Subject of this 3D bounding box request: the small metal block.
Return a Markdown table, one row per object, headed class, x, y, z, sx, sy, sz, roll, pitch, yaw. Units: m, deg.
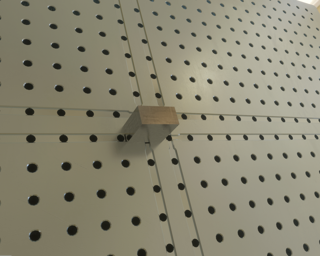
| class | x | y | z | sx | sy | sz | roll | pitch | yaw |
| --- | --- | --- | --- | --- | --- | --- | --- | --- | --- |
| small metal block | -0.012 | -0.004 | 0.390 | 0.050 | 0.050 | 0.025 | 0 | 62 | -29 |
